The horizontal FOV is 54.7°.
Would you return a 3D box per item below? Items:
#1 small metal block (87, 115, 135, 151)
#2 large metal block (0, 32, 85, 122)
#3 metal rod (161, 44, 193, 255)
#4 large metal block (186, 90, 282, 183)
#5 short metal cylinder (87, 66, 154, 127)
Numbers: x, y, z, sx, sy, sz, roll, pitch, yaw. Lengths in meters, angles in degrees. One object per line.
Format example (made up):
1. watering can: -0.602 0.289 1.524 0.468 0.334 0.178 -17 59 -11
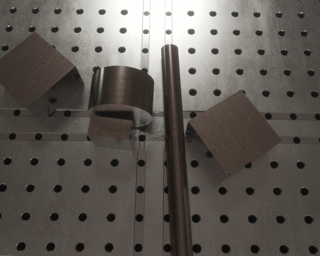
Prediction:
1. small metal block: -0.060 0.008 0.395 0.050 0.050 0.025 7 70 2
2. large metal block: -0.166 -0.069 0.422 0.080 0.050 0.080 40 75 13
3. metal rod: 0.020 0.025 0.402 0.025 0.025 0.299 -2 70 -1
4. large metal block: 0.090 0.011 0.395 0.080 0.050 0.080 -31 73 -11
5. short metal cylinder: -0.049 -0.037 0.396 0.081 0.080 0.050 3 70 0
